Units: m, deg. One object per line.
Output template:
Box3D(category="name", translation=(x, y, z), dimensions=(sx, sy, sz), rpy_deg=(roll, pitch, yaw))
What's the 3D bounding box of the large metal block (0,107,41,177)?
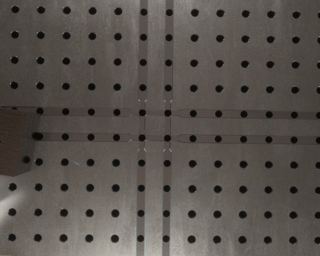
Box3D(category="large metal block", translation=(-0.210, 0.013, 0.398), dimensions=(0.080, 0.050, 0.080), rpy_deg=(10, 90, -1))
